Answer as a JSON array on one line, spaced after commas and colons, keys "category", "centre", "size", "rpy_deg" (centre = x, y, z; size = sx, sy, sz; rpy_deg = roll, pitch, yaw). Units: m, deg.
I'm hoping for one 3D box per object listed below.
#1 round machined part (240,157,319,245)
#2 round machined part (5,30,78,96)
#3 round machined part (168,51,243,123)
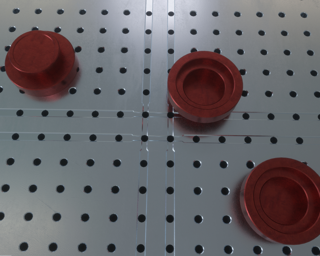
[{"category": "round machined part", "centre": [0.145, 0.088, 0.372], "size": [0.099, 0.042, 0.098], "rpy_deg": [0, 70, 0]}, {"category": "round machined part", "centre": [-0.170, -0.098, 0.438], "size": [0.099, 0.042, 0.098], "rpy_deg": [0, 70, 0]}, {"category": "round machined part", "centre": [0.059, -0.052, 0.422], "size": [0.099, 0.042, 0.098], "rpy_deg": [0, 70, 0]}]
